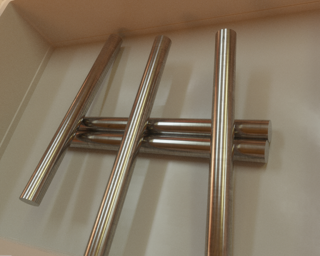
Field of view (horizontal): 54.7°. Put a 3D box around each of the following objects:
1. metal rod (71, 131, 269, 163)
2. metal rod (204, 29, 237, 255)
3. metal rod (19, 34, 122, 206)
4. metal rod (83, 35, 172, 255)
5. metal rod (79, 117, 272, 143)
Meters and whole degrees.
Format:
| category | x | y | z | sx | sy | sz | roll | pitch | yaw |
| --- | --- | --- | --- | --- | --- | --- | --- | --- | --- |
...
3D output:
| category | x | y | z | sx | sy | sz | roll | pitch | yaw |
| --- | --- | --- | --- | --- | --- | --- | --- | --- | --- |
| metal rod | -0.018 | 0.020 | 0.400 | 0.300 | 0.025 | 0.025 | 2 | 63 | 28 |
| metal rod | 0.064 | 0.028 | 0.323 | 0.025 | 0.025 | 0.299 | -4 | 68 | 26 |
| metal rod | -0.117 | -0.031 | 0.452 | 0.025 | 0.025 | 0.300 | -1 | 53 | 27 |
| metal rod | -0.032 | 0.007 | 0.383 | 0.025 | 0.025 | 0.300 | 2 | 62 | 28 |
| metal rod | -0.012 | -0.001 | 0.410 | 0.300 | 0.025 | 0.025 | 2 | 63 | 28 |
